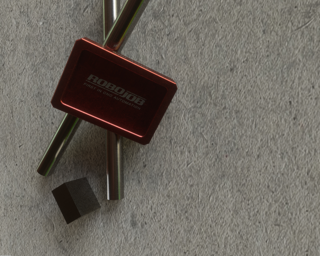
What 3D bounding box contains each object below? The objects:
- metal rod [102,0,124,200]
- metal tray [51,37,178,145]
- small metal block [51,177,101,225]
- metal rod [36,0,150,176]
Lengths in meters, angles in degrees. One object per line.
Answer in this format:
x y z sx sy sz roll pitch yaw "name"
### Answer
-0.065 -0.052 0.430 0.025 0.025 0.298 -1 90 19 "metal rod"
-0.056 -0.044 0.387 0.131 0.030 0.089 24 105 -13 "metal tray"
-0.117 0.100 0.435 0.025 0.050 0.050 -33 80 17 "small metal block"
-0.097 -0.052 0.419 0.025 0.025 0.298 40 110 15 "metal rod"
